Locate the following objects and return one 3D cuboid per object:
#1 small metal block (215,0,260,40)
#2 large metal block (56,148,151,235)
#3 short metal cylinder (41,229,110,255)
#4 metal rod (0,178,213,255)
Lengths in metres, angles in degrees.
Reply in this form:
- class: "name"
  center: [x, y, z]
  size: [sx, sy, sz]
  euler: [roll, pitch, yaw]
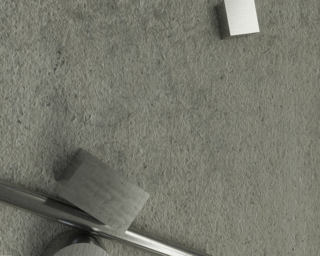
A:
- class: "small metal block"
  center: [0.113, -0.159, 0.452]
  size: [0.050, 0.025, 0.050]
  euler: [-13, 95, -20]
- class: "large metal block"
  center: [-0.069, 0.069, 0.355]
  size: [0.080, 0.080, 0.050]
  euler: [38, 78, -16]
- class: "short metal cylinder"
  center: [-0.098, 0.165, 0.361]
  size: [0.081, 0.050, 0.079]
  euler: [0, 90, -21]
- class: "metal rod"
  center: [-0.058, 0.128, 0.388]
  size: [0.301, 0.025, 0.025]
  euler: [26, 81, -19]
